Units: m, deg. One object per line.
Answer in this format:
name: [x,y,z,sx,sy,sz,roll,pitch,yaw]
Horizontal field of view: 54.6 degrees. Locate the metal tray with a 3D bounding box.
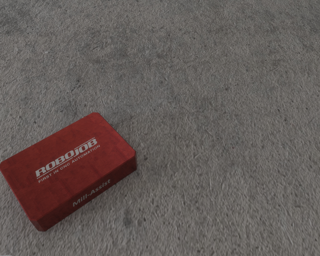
metal tray: [-0.104,0.044,0.362,0.131,0.030,0.090,-32,57,-24]
